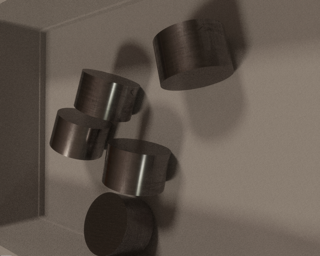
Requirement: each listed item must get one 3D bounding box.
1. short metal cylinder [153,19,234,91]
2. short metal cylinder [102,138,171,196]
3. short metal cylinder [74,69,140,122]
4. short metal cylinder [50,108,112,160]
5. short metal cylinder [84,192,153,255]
[{"bbox_3d":[0.036,-0.077,0.340,0.080,0.081,0.050,-16,80,38],"label":"short metal cylinder"},{"bbox_3d":[-0.030,0.047,0.394,0.080,0.081,0.050,17,101,38],"label":"short metal cylinder"},{"bbox_3d":[-0.073,-0.046,0.429,0.080,0.081,0.050,28,108,36],"label":"short metal cylinder"},{"bbox_3d":[-0.119,0.008,0.467,0.080,0.081,0.050,30,109,35],"label":"short metal cylinder"},{"bbox_3d":[-0.057,0.131,0.420,0.080,0.050,0.080,-17,60,33],"label":"short metal cylinder"}]
